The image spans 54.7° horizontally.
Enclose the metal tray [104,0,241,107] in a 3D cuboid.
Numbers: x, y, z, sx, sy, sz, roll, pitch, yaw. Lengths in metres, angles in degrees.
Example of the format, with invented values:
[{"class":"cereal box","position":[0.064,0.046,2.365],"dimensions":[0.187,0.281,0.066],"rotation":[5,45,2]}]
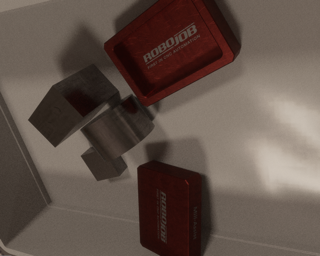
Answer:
[{"class":"metal tray","position":[0.010,-0.089,0.344],"dimensions":[0.130,0.030,0.090],"rotation":[-25,105,36]}]

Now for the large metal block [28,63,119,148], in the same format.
[{"class":"large metal block","position":[-0.114,-0.030,0.412],"dimensions":[0.050,0.080,0.080],"rotation":[48,129,-5]}]

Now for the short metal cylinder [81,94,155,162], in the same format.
[{"class":"short metal cylinder","position":[-0.054,-0.001,0.400],"dimensions":[0.080,0.080,0.050],"rotation":[-26,104,37]}]

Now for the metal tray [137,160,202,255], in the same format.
[{"class":"metal tray","position":[0.012,0.118,0.435],"dimensions":[0.090,0.030,0.129],"rotation":[10,108,40]}]

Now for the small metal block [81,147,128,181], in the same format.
[{"class":"small metal block","position":[-0.087,0.052,0.485],"dimensions":[0.050,0.025,0.050],"rotation":[-18,109,34]}]
